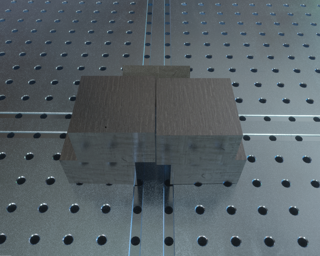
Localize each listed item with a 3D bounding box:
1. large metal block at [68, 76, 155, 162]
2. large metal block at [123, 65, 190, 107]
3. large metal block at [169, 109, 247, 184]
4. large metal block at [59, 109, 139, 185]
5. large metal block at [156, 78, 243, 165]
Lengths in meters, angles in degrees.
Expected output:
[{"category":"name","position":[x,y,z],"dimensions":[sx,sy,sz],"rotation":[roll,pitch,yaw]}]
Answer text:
[{"category":"large metal block","position":[-0.045,-0.010,0.331],"dimensions":[0.081,0.050,0.080],"rotation":[0,50,-1]},{"category":"large metal block","position":[-0.004,-0.056,0.411],"dimensions":[0.081,0.050,0.080],"rotation":[0,8,0]},{"category":"large metal block","position":[0.052,0.020,0.375],"dimensions":[0.081,0.050,0.080],"rotation":[-1,50,-1]},{"category":"large metal block","position":[-0.066,0.020,0.374],"dimensions":[0.081,0.050,0.080],"rotation":[1,50,0]},{"category":"large metal block","position":[0.037,-0.008,0.331],"dimensions":[0.081,0.050,0.080],"rotation":[0,50,-1]}]
